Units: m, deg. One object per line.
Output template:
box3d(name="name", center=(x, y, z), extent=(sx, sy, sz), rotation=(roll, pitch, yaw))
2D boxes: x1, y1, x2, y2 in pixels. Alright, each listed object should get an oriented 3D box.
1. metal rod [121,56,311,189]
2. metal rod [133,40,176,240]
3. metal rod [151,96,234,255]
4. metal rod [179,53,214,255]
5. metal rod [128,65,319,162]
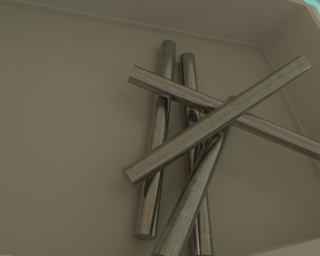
box3d(name="metal rod", center=(0.085, -0.019, 0.390), extent=(0.302, 0.025, 0.025), rotation=(-32, 79, -21))
box3d(name="metal rod", center=(-0.001, -0.008, 0.411), extent=(0.025, 0.025, 0.300), rotation=(19, 54, -18))
box3d(name="metal rod", center=(0.060, 0.038, 0.382), extent=(0.025, 0.025, 0.301), rotation=(39, 40, -2))
box3d(name="metal rod", center=(0.046, 0.015, 0.422), extent=(0.025, 0.025, 0.299), rotation=(13, 56, -22))
box3d(name="metal rod", center=(0.101, -0.016, 0.422), extent=(0.302, 0.025, 0.025), rotation=(22, 53, -6))
